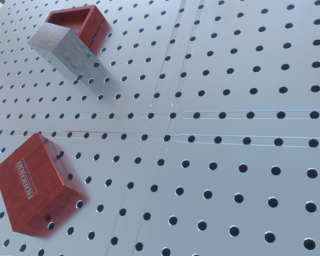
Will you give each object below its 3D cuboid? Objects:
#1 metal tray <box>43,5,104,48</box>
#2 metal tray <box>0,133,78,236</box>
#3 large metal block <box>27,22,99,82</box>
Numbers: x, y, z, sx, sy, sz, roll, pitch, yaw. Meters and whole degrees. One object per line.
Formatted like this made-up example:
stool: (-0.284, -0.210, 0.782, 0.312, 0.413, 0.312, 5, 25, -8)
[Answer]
metal tray: (-0.185, -0.198, 0.624, 0.130, 0.030, 0.090, 6, 64, 30)
metal tray: (-0.185, 0.078, 0.455, 0.090, 0.030, 0.130, -42, 51, -1)
large metal block: (-0.169, -0.133, 0.544, 0.080, 0.080, 0.050, 25, 76, 37)
